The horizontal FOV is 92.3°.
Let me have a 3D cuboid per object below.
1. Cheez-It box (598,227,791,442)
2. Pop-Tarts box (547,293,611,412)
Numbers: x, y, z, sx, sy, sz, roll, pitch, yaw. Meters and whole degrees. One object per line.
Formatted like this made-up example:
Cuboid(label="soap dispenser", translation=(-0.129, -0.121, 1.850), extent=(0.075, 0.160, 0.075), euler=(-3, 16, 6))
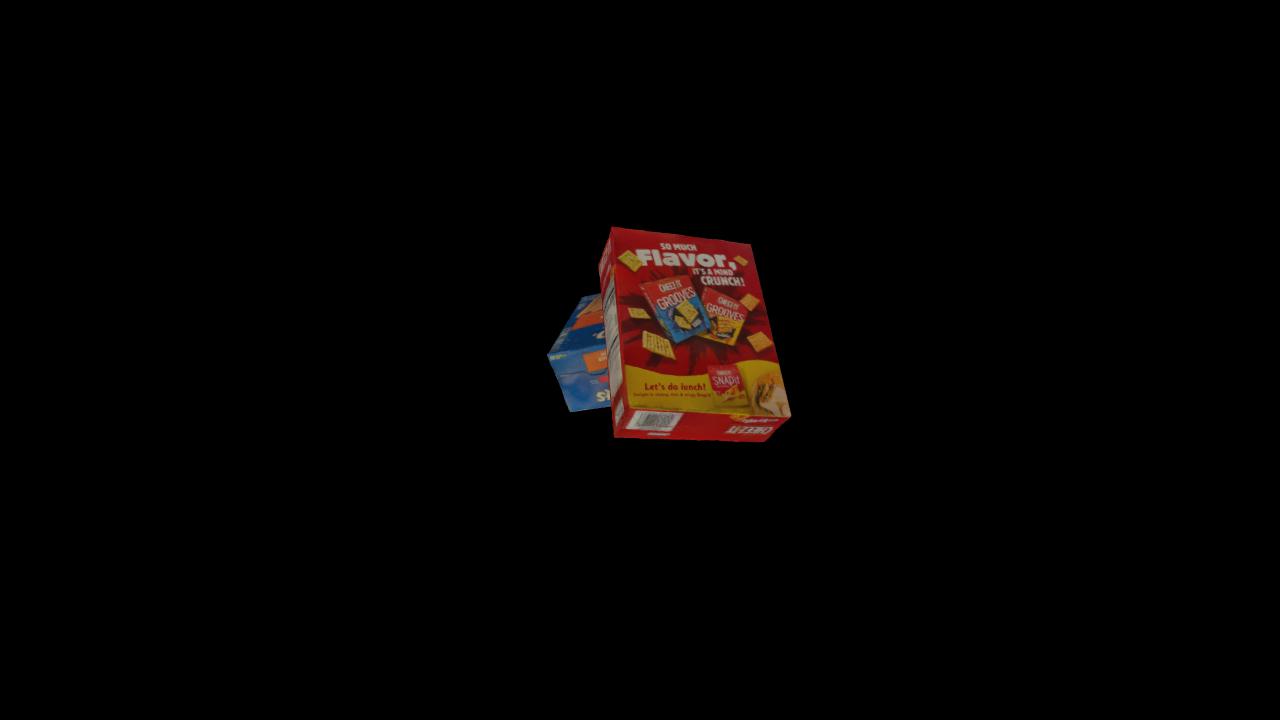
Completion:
Cuboid(label="Cheez-It box", translation=(0.048, -0.029, 0.636), extent=(0.166, 0.223, 0.071), euler=(4, -32, -17))
Cuboid(label="Pop-Tarts box", translation=(0.000, -0.023, 0.705), extent=(0.167, 0.083, 0.141), euler=(-10, 30, 19))
